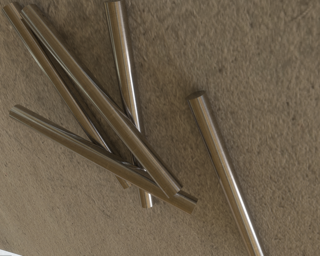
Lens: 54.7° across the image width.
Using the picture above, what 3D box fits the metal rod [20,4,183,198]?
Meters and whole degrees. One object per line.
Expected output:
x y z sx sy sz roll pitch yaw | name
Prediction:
-0.075 -0.035 0.396 0.300 0.025 0.025 51 129 2 | metal rod

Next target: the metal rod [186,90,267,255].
0.099 0.090 0.409 0.025 0.025 0.299 -11 113 32 | metal rod

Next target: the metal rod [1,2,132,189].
-0.123 -0.036 0.447 0.025 0.025 0.299 -21 108 35 | metal rod

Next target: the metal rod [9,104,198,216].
-0.087 0.040 0.441 0.301 0.025 0.025 26 128 11 | metal rod

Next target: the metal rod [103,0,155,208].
-0.035 -0.012 0.416 0.025 0.025 0.298 7 122 24 | metal rod
